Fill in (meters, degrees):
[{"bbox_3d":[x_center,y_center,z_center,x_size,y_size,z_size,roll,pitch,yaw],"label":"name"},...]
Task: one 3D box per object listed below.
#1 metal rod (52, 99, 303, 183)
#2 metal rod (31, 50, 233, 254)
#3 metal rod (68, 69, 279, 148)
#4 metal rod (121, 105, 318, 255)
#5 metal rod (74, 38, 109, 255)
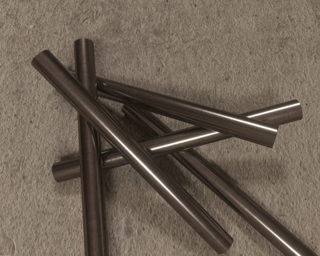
[{"bbox_3d":[0.016,0.017,0.374,0.301,0.025,0.025,-15,71,5],"label":"metal rod"},{"bbox_3d":[-0.029,0.029,0.352,0.300,0.025,0.025,46,75,-3],"label":"metal rod"},{"bbox_3d":[-0.012,-0.033,0.379,0.301,0.025,0.025,18,70,22],"label":"metal rod"},{"bbox_3d":[0.068,0.064,0.385,0.300,0.025,0.025,41,75,13],"label":"metal rod"},{"bbox_3d":[-0.080,0.034,0.358,0.025,0.025,0.299,-6,74,-3],"label":"metal rod"}]
